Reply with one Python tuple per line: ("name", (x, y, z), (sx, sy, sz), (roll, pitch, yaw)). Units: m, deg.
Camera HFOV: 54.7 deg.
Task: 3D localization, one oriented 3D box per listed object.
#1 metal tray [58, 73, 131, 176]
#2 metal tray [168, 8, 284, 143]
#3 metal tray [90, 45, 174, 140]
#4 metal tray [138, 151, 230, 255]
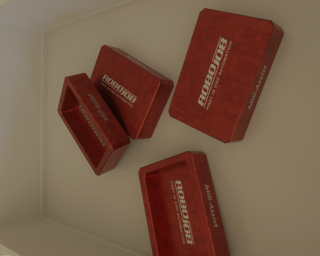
("metal tray", (-0.102, -0.005, 0.457), (0.130, 0.030, 0.089), (54, 142, 16))
("metal tray", (0.069, -0.059, 0.347), (0.090, 0.030, 0.129), (28, 107, 36))
("metal tray", (-0.050, -0.053, 0.445), (0.130, 0.030, 0.089), (37, 113, 33))
("metal tray", (0.025, 0.101, 0.375), (0.090, 0.030, 0.129), (-24, 69, 37))
